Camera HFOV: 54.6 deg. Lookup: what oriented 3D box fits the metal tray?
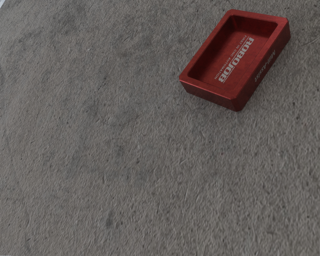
[{"bbox_3d":[0.097,-0.093,0.406,0.090,0.030,0.130,28,77,37],"label":"metal tray"}]
